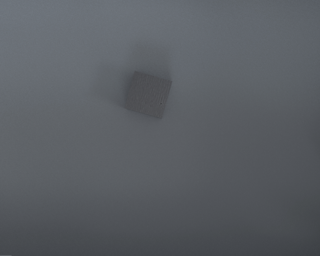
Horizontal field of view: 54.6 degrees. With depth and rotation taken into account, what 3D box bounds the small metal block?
[{"bbox_3d":[-0.015,-0.043,0.411,0.050,0.025,0.050,16,90,0],"label":"small metal block"}]
